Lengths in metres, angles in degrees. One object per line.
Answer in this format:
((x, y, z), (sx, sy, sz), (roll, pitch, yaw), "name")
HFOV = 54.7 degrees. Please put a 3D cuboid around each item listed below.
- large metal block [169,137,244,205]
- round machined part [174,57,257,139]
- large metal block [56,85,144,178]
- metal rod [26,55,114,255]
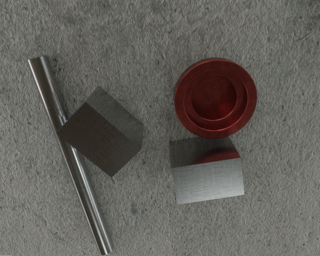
((0.056, 0.049, 0.399), (0.080, 0.080, 0.050), (-9, 110, 3), "large metal block")
((0.066, -0.039, 0.387), (0.099, 0.042, 0.097), (0, 110, -1), "round machined part")
((-0.068, 0.001, 0.380), (0.080, 0.080, 0.050), (42, 105, -14), "large metal block")
((-0.116, 0.050, 0.426), (0.025, 0.025, 0.298), (-12, 110, 4), "metal rod")
